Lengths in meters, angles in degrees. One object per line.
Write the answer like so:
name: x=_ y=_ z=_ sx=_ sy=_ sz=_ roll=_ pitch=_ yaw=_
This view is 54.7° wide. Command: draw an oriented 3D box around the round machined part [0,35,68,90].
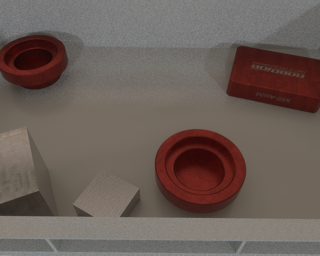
round machined part: x=-0.190 y=-0.097 z=0.473 sx=0.099 sy=0.042 sz=0.098 roll=0 pitch=50 yaw=0

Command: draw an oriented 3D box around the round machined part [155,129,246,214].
round machined part: x=0.044 y=0.051 z=0.351 sx=0.099 sy=0.042 sz=0.098 roll=0 pitch=50 yaw=0

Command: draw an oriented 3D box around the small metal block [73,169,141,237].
small metal block: x=-0.056 y=0.080 z=0.337 sx=0.050 sy=0.025 sz=0.050 roll=24 pitch=54 yaw=18

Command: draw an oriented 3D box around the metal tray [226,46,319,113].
metal tray: x=0.174 y=-0.076 z=0.468 sx=0.131 sy=0.030 sz=0.090 roll=13 pitch=51 yaw=10

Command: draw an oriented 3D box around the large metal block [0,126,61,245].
large metal block: x=-0.145 y=0.059 z=0.318 sx=0.050 sy=0.080 sz=0.080 roll=-18 pitch=53 yaw=-15
